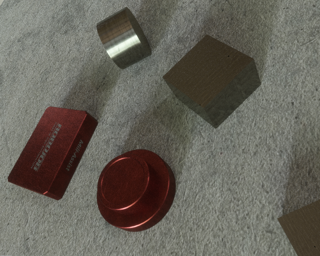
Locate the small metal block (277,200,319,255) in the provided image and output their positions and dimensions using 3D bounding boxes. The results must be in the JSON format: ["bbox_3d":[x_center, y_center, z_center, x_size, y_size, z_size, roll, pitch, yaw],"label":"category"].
[{"bbox_3d":[0.141,0.095,0.272,0.050,0.025,0.050,-28,52,10],"label":"small metal block"}]

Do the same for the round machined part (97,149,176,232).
[{"bbox_3d":[-0.035,0.069,0.369,0.098,0.042,0.098,-13,56,21],"label":"round machined part"}]

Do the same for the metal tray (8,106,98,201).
[{"bbox_3d":[-0.159,0.033,0.464,0.090,0.030,0.130,8,66,31],"label":"metal tray"}]

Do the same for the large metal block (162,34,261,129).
[{"bbox_3d":[0.065,-0.060,0.391,0.080,0.050,0.080,-44,51,-3],"label":"large metal block"}]

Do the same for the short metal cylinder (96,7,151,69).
[{"bbox_3d":[-0.054,-0.139,0.482,0.050,0.080,0.080,-25,53,13],"label":"short metal cylinder"}]
